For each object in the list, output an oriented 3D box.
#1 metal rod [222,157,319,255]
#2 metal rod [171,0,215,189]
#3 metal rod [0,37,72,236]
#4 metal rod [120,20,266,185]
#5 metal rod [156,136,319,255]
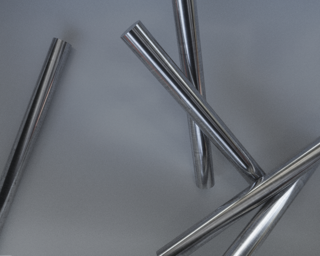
[{"bbox_3d":[0.101,0.122,0.342,0.302,0.025,0.025,-38,90,-30],"label":"metal rod"},{"bbox_3d":[0.037,-0.058,0.351,0.025,0.025,0.298,-10,115,0],"label":"metal rod"},{"bbox_3d":[-0.181,0.026,0.409,0.025,0.025,0.299,21,90,-1],"label":"metal rod"},{"bbox_3d":[0.066,0.005,0.355,0.025,0.025,0.300,-44,114,0],"label":"metal rod"},{"bbox_3d":[0.126,0.070,0.366,0.301,0.025,0.025,-35,90,0],"label":"metal rod"}]
